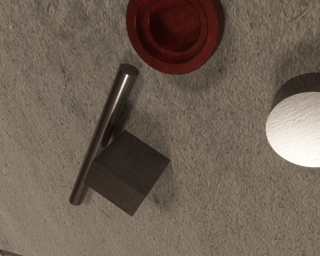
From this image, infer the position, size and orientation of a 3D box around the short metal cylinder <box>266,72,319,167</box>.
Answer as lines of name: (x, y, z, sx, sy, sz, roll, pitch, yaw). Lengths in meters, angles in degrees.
short metal cylinder: (0.150, -0.008, 0.306, 0.080, 0.050, 0.079, 13, 124, 20)

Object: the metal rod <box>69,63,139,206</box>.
metal rod: (-0.096, 0.030, 0.473, 0.025, 0.025, 0.298, 34, 129, 5)

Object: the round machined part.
round machined part: (0.018, -0.108, 0.318, 0.098, 0.042, 0.097, 13, 124, 20)

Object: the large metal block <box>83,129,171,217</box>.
large metal block: (-0.044, 0.060, 0.430, 0.080, 0.080, 0.050, 34, 129, 5)
